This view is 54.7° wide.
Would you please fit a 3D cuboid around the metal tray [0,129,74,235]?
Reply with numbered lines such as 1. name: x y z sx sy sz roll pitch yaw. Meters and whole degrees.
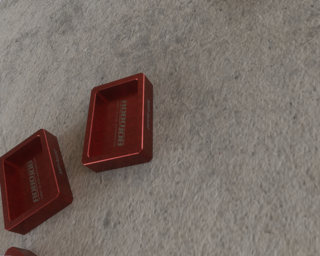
1. metal tray: -0.184 0.074 0.449 0.090 0.030 0.130 -34 52 5

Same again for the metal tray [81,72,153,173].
1. metal tray: -0.057 -0.009 0.434 0.090 0.030 0.130 -13 56 20

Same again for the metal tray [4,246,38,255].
1. metal tray: -0.172 0.218 0.355 0.090 0.030 0.130 13 68 33
